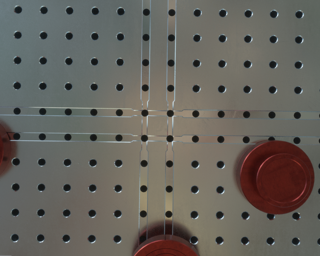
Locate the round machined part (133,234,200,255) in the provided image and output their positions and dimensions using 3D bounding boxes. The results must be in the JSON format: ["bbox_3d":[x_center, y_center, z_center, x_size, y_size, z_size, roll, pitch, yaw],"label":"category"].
[{"bbox_3d":[0.008,0.187,0.404,0.099,0.042,0.097,0,89,1],"label":"round machined part"}]

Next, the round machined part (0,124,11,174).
[{"bbox_3d":[-0.254,0.029,0.403,0.099,0.042,0.097,0,90,0],"label":"round machined part"}]

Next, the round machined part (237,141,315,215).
[{"bbox_3d":[0.154,0.065,0.406,0.099,0.042,0.097,0,90,0],"label":"round machined part"}]
